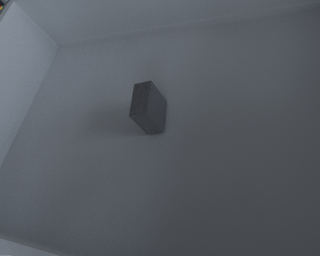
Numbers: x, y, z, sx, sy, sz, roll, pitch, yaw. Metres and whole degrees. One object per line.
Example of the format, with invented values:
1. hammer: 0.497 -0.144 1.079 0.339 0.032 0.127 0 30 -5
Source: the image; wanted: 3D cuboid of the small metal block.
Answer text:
1. small metal block: -0.014 -0.026 0.410 0.025 0.050 0.050 -9 57 24
